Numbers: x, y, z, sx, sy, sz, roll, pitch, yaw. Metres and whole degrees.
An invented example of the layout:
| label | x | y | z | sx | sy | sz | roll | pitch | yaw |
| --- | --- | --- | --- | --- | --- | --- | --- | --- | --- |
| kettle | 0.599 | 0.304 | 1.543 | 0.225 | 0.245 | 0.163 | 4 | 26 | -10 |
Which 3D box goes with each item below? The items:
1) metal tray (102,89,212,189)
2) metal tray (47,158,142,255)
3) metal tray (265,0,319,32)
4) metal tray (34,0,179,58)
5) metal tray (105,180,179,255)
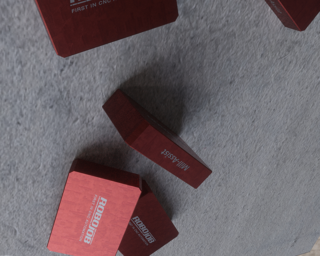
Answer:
| label | x | y | z | sx | sy | sz | roll | pitch | yaw |
| --- | --- | --- | --- | --- | --- | --- | --- | --- | --- |
| metal tray | -0.002 | 0.014 | 0.373 | 0.030 | 0.090 | 0.130 | -48 | 129 | 5 |
| metal tray | -0.086 | 0.111 | 0.405 | 0.091 | 0.030 | 0.129 | 17 | 111 | -12 |
| metal tray | 0.165 | -0.193 | 0.377 | 0.131 | 0.030 | 0.090 | 29 | 102 | -38 |
| metal tray | -0.051 | -0.132 | 0.295 | 0.131 | 0.030 | 0.089 | -23 | 127 | -15 |
| metal tray | -0.033 | 0.149 | 0.480 | 0.090 | 0.030 | 0.130 | -33 | 129 | -8 |
